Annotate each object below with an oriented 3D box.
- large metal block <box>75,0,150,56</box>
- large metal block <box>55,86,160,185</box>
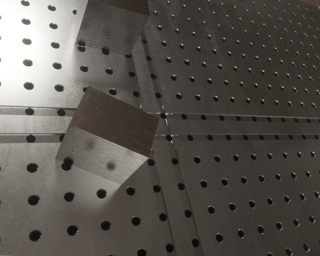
[{"bbox_3d":[-0.069,-0.153,0.430,0.081,0.080,0.050,6,59,-26],"label":"large metal block"},{"bbox_3d":[-0.058,0.012,0.335,0.080,0.080,0.050,25,53,-14],"label":"large metal block"}]
